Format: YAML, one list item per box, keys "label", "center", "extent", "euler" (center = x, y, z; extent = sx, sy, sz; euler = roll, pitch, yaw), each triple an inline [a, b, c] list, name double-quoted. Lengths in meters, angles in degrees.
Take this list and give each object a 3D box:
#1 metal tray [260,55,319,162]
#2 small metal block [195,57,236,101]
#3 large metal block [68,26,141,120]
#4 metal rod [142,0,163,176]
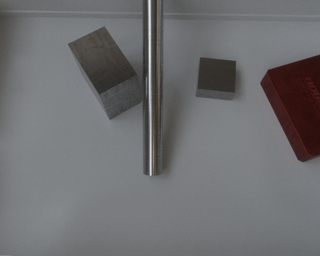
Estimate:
- label: "metal tray"
  center: [0.207, -0.029, 0.420]
  extent: [0.091, 0.030, 0.130]
  euler: [-17, 71, -7]
- label: "small metal block"
  center: [0.078, -0.069, 0.436]
  extent: [0.050, 0.025, 0.050]
  euler: [6, 70, 2]
- label: "large metal block"
  center: [-0.069, -0.069, 0.405]
  extent: [0.050, 0.080, 0.080]
  euler: [-30, 73, -11]
- label: "metal rod"
  center: [-0.009, -0.091, 0.375]
  extent: [0.025, 0.025, 0.298]
  euler: [0, 96, 0]
